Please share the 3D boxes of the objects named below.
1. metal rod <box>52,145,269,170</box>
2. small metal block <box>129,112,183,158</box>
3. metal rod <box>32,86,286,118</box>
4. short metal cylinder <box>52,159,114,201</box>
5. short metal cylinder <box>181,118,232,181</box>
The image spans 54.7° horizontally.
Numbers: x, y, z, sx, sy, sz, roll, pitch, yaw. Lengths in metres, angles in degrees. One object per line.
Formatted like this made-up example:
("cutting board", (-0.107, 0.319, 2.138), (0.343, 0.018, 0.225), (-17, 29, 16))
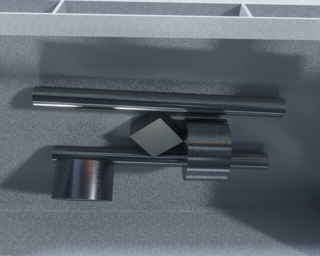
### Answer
("metal rod", (0.002, 0.042, 0.443), (0.302, 0.025, 0.025), (2, 130, -3))
("small metal block", (-0.004, 0.006, 0.412), (0.050, 0.025, 0.050), (-31, 124, 23))
("metal rod", (0.002, -0.032, 0.379), (0.302, 0.025, 0.025), (2, 130, -3))
("short metal cylinder", (-0.105, 0.075, 0.430), (0.081, 0.050, 0.080), (1, 164, 1))
("short metal cylinder", (0.056, 0.027, 0.395), (0.050, 0.080, 0.079), (1, 130, -2))
